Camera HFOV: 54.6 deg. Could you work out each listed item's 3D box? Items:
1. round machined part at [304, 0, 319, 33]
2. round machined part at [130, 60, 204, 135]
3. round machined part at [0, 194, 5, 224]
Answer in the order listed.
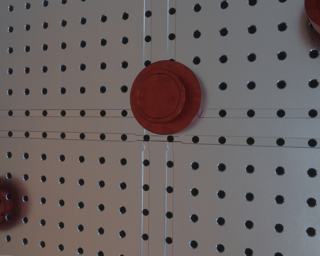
[{"bbox_3d":[0.206,-0.132,0.318,0.098,0.042,0.098,-16,62,34],"label":"round machined part"},{"bbox_3d":[0.005,-0.039,0.402,0.098,0.042,0.097,0,90,20],"label":"round machined part"},{"bbox_3d":[-0.298,0.135,0.510,0.098,0.042,0.097,0,90,20],"label":"round machined part"}]
